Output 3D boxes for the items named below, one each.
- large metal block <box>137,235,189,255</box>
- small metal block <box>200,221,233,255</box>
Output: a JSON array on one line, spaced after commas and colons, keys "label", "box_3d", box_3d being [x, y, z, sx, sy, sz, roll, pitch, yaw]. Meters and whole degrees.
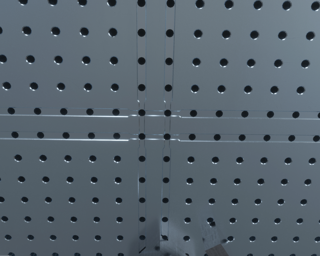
[{"label": "large metal block", "box_3d": [0.003, 0.230, 0.485, 0.080, 0.050, 0.080, 40, 105, -14]}, {"label": "small metal block", "box_3d": [0.087, 0.180, 0.468, 0.025, 0.050, 0.050, -30, 108, 10]}]
